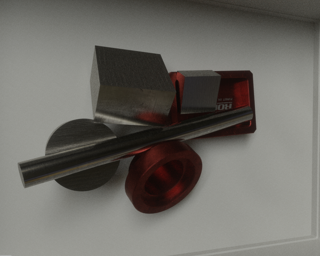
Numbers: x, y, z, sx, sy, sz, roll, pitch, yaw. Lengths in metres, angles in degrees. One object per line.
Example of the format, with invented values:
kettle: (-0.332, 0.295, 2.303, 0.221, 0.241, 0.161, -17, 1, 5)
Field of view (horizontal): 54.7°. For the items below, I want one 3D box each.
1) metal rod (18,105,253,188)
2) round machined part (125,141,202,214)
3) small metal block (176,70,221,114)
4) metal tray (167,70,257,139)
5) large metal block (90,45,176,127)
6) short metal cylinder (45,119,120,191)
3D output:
metal rod: (-0.003, 0.012, 0.365, 0.303, 0.025, 0.025, -15, 95, -31)
round machined part: (0.000, 0.056, 0.384, 0.099, 0.042, 0.097, -21, 133, -24)
small metal block: (0.048, -0.048, 0.405, 0.050, 0.025, 0.050, -5, 118, -20)
metal tray: (0.069, -0.033, 0.432, 0.131, 0.030, 0.089, -5, 92, -20)
large metal block: (-0.035, -0.049, 0.359, 0.081, 0.080, 0.050, 3, 131, -19)
short metal cylinder: (-0.091, 0.029, 0.362, 0.081, 0.050, 0.079, 0, 90, -21)
